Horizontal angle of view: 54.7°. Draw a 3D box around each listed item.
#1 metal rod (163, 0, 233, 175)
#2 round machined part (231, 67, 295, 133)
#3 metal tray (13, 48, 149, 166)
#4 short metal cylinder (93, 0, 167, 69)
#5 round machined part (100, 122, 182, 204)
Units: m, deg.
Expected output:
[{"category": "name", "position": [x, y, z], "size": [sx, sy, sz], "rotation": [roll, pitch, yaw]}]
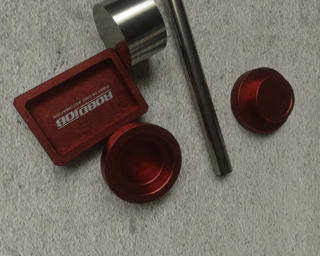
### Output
[{"category": "metal rod", "position": [0.047, -0.078, 0.427], "size": [0.025, 0.025, 0.298], "rotation": [-20, 97, -19]}, {"category": "round machined part", "position": [0.159, -0.042, 0.460], "size": [0.099, 0.042, 0.097], "rotation": [0, 90, -21]}, {"category": "metal tray", "position": [-0.091, -0.026, 0.373], "size": [0.131, 0.030, 0.090], "rotation": [-34, 101, -17]}, {"category": "short metal cylinder", "position": [-0.036, -0.117, 0.367], "size": [0.050, 0.080, 0.080], "rotation": [-33, 101, -17]}, {"category": "round machined part", "position": [-0.026, 0.040, 0.386], "size": [0.099, 0.042, 0.097], "rotation": [-4, 100, -24]}]
